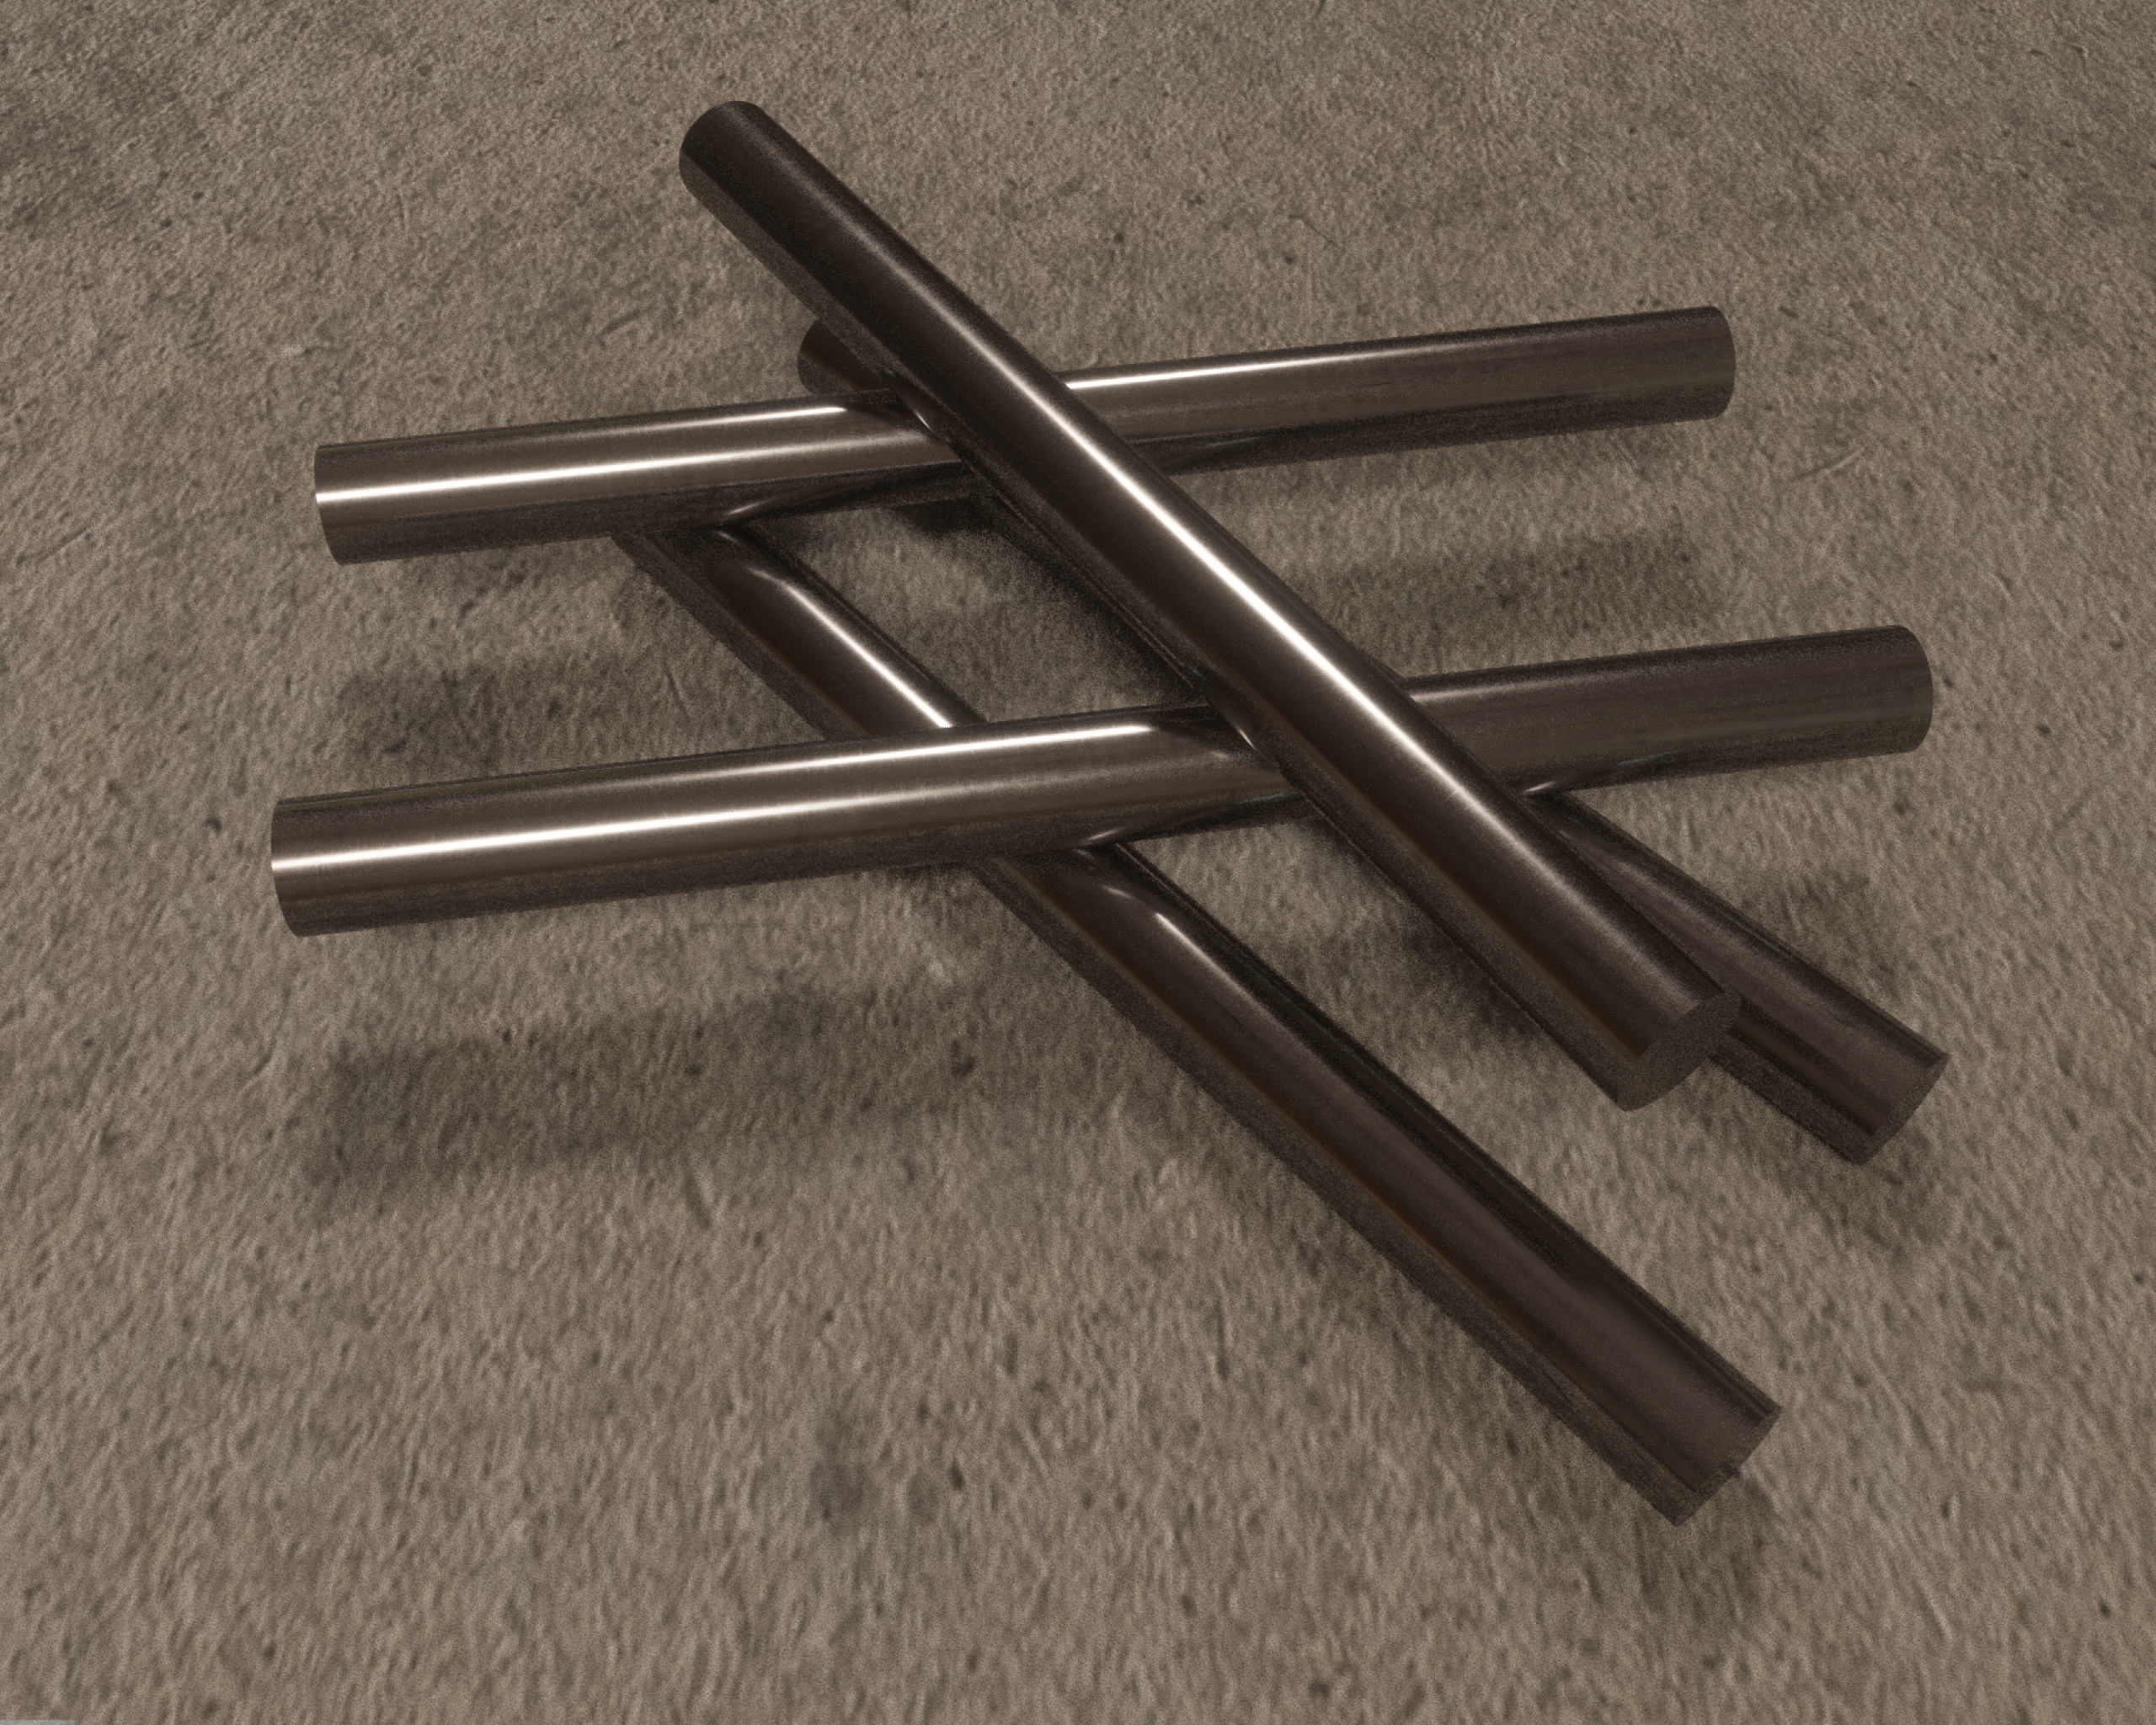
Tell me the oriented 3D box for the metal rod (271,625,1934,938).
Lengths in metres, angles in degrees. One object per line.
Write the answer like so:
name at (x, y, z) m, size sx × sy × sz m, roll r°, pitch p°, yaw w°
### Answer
metal rod at (0.010, -0.016, 0.387) m, size 0.302 × 0.025 × 0.025 m, roll -7°, pitch 51°, yaw -6°

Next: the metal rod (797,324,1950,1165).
metal rod at (0.044, -0.041, 0.439) m, size 0.025 × 0.025 × 0.300 m, roll -35°, pitch 59°, yaw -26°

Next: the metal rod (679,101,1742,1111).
metal rod at (0.006, -0.066, 0.396) m, size 0.025 × 0.025 × 0.300 m, roll -28°, pitch 56°, yaw -22°

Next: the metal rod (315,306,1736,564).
metal rod at (-0.006, -0.093, 0.451) m, size 0.302 × 0.025 × 0.025 m, roll -7°, pitch 51°, yaw -7°

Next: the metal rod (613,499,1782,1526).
metal rod at (0.003, 0.007, 0.398) m, size 0.025 × 0.025 × 0.300 m, roll -34°, pitch 58°, yaw -25°
